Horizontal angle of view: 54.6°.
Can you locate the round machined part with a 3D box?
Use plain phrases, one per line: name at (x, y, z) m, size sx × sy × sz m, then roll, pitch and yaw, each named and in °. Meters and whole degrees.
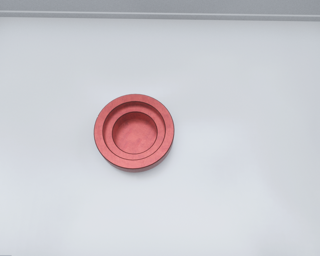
round machined part at (-0.032, 0.009, 0.397) m, size 0.099 × 0.042 × 0.098 m, roll 0°, pitch 70°, yaw 0°
